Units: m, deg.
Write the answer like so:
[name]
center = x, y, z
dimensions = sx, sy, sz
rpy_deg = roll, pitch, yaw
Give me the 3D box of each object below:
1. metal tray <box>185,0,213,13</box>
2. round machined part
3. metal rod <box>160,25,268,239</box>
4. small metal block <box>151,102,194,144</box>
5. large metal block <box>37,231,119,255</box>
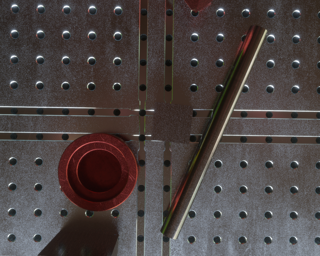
[metal tray]
center = 0.022, -0.216, 0.381
dimensions = 0.030, 0.090, 0.130
rpy_deg = -37, 90, 0
[round machined part]
center = -0.077, 0.055, 0.404
dimensions = 0.099, 0.042, 0.097
rpy_deg = 0, 90, -1
[metal rod]
center = 0.072, 0.005, 0.414
dimensions = 0.025, 0.025, 0.299
rpy_deg = 24, 90, -1
[small metal block]
center = 0.016, -0.007, 0.414
dimensions = 0.050, 0.025, 0.050
rpy_deg = 7, 90, -1
[large metal block]
center = -0.098, 0.169, 0.385
dimensions = 0.081, 0.080, 0.050
rpy_deg = 4, 90, -1
